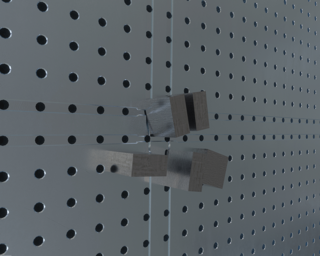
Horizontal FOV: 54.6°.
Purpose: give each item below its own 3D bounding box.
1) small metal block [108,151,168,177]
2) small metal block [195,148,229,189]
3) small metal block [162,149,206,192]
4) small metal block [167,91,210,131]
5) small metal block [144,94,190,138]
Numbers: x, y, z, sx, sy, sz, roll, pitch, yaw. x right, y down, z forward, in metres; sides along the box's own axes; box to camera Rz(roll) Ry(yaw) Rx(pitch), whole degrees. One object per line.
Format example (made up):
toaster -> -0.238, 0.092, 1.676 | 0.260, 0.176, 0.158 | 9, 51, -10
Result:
small metal block -> -0.027, 0.042, 0.370 | 0.050, 0.050, 0.025 | 7, 86, -40
small metal block -> 0.074, 0.062, 0.470 | 0.050, 0.025, 0.050 | 22, 76, -38
small metal block -> 0.032, 0.057, 0.419 | 0.025, 0.050, 0.050 | 13, 82, -39
small metal block -> 0.038, -0.023, 0.423 | 0.025, 0.050, 0.050 | -12, 98, -39
small metal block -> 0.009, -0.015, 0.399 | 0.025, 0.050, 0.050 | -16, 100, -39
